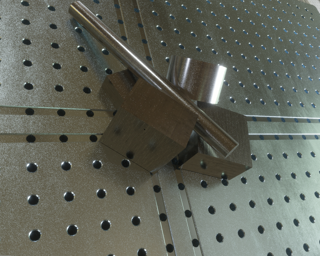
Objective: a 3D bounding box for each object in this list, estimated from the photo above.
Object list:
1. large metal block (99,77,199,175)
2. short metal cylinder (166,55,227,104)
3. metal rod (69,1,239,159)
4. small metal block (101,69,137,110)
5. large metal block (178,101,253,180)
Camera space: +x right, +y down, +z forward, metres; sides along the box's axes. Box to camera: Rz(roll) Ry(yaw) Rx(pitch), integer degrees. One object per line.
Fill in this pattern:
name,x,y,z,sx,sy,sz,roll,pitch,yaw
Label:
large metal block,-0.015,0.001,0.365,0.080,0.080,0.050,32,51,-8
short metal cylinder,0.048,-0.068,0.433,0.081,0.080,0.050,8,102,-24
metal rod,-0.019,-0.073,0.405,0.300,0.025,0.025,44,50,17
small metal block,-0.042,-0.051,0.418,0.050,0.025,0.050,-27,77,-37
large metal block,0.073,0.018,0.422,0.081,0.050,0.080,16,55,-19
